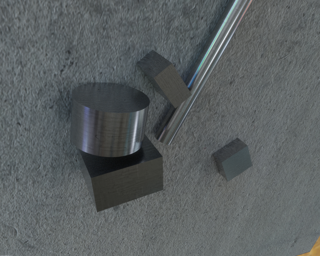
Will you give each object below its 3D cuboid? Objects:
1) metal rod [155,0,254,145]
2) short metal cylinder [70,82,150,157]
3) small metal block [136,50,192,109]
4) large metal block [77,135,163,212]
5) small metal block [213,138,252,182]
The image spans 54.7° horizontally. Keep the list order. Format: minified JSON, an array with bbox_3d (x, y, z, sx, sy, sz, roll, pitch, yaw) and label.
[{"bbox_3d":[0.073,-0.110,0.380,0.025,0.025,0.298,18,109,-36],"label":"metal rod"},{"bbox_3d":[-0.055,-0.012,0.335,0.081,0.080,0.050,-4,120,-27],"label":"short metal cylinder"},{"bbox_3d":[0.005,-0.057,0.359,0.025,0.050,0.050,-40,130,-1],"label":"small metal block"},{"bbox_3d":[-0.050,0.043,0.372,0.081,0.080,0.050,-15,125,-21],"label":"large metal block"},{"bbox_3d":[0.119,0.052,0.507,0.050,0.025,0.050,-32,129,-8],"label":"small metal block"}]
